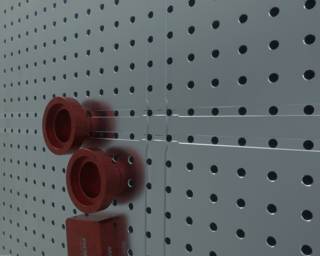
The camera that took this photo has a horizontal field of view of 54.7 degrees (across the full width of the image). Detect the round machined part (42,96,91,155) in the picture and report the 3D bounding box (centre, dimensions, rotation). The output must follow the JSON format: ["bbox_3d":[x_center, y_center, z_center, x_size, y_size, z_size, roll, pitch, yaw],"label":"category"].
[{"bbox_3d":[-0.155,-0.003,0.526,0.098,0.042,0.097,0,90,40],"label":"round machined part"}]

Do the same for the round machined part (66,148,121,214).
[{"bbox_3d":[-0.100,0.079,0.481,0.098,0.042,0.097,0,90,40],"label":"round machined part"}]

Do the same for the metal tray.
[{"bbox_3d":[-0.109,0.209,0.496,0.090,0.030,0.129,-9,84,39],"label":"metal tray"}]
